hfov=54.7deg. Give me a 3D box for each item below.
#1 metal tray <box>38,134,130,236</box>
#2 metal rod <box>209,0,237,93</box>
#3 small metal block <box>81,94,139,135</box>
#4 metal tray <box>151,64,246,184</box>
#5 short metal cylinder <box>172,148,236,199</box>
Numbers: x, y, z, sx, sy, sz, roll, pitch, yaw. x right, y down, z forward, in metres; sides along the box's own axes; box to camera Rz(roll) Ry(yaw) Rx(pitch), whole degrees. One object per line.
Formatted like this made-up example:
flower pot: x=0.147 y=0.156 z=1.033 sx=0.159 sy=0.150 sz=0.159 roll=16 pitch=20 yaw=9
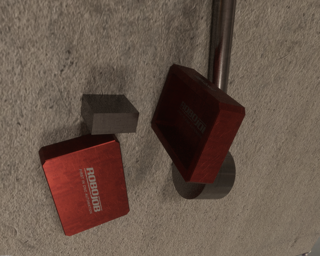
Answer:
metal tray: x=-0.092 y=0.072 z=0.399 sx=0.091 sy=0.030 sz=0.129 roll=-17 pitch=125 yaw=-19
metal rod: x=0.076 y=-0.129 z=0.370 sx=0.025 sy=0.025 sz=0.298 roll=-15 pitch=125 yaw=-20
small metal block: x=-0.058 y=-0.017 z=0.350 sx=0.050 sy=0.050 sz=0.025 roll=-2 pitch=120 yaw=-28
metal tray: x=0.034 y=-0.010 z=0.351 sx=0.030 sy=0.130 sz=0.089 roll=9 pitch=114 yaw=-25
short metal cylinder: x=0.061 y=0.062 z=0.445 sx=0.050 sy=0.080 sz=0.079 roll=9 pitch=114 yaw=-33
